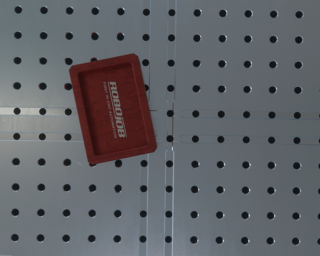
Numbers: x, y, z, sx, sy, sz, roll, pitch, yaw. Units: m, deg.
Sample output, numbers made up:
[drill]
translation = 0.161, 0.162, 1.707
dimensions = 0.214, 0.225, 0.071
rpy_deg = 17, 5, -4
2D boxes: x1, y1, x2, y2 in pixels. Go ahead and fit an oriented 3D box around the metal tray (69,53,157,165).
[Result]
[metal tray]
translation = -0.060, -0.024, 0.410
dimensions = 0.090, 0.030, 0.129
rpy_deg = -12, 90, 0
